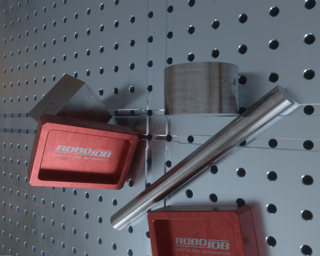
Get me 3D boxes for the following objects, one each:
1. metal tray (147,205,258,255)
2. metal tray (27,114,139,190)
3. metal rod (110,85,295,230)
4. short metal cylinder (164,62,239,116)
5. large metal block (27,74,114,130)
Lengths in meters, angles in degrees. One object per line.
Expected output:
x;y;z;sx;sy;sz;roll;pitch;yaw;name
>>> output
0.047;0.141;0.367;0.130;0.030;0.090;-13;82;39;metal tray
-0.104;0.036;0.425;0.030;0.131;0.089;42;117;56;metal tray
0.031;0.053;0.384;0.299;0.025;0.025;-43;64;31;metal rod
0.045;-0.039;0.337;0.080;0.081;0.050;-1;90;40;short metal cylinder
-0.129;-0.019;0.460;0.050;0.080;0.080;26;71;37;large metal block
